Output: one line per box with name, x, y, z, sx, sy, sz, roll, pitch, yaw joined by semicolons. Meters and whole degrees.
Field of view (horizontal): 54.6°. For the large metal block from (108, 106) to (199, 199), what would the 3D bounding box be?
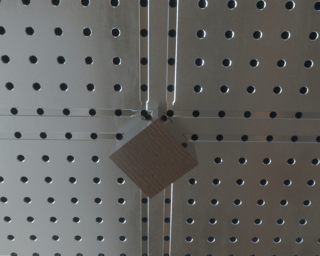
large metal block;-0.008;0.032;0.412;0.080;0.050;0.080;-38;106;13
